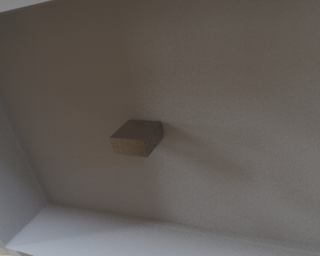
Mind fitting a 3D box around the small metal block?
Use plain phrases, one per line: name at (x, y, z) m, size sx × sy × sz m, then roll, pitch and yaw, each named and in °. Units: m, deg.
small metal block at (-0.030, 0.013, 0.410) m, size 0.050 × 0.050 × 0.025 m, roll 3°, pitch 120°, yaw 26°
